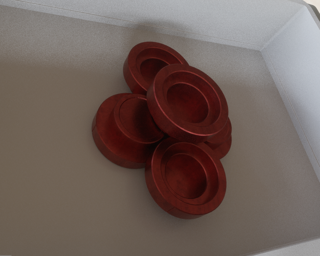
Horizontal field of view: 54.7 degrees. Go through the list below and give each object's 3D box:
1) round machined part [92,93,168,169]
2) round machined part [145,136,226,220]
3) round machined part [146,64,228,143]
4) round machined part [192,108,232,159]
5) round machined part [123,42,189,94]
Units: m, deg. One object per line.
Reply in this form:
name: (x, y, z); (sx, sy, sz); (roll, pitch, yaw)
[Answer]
round machined part: (-0.030, -0.003, 0.380); (0.099, 0.042, 0.098); (14, 56, -21)
round machined part: (0.027, 0.061, 0.371); (0.099, 0.042, 0.098); (14, 56, -21)
round machined part: (0.029, -0.025, 0.371); (0.099, 0.042, 0.098); (14, 56, -21)
round machined part: (0.059, 0.000, 0.425); (0.099, 0.042, 0.098); (14, 56, -21)
round machined part: (-0.005, -0.069, 0.433); (0.099, 0.042, 0.098); (14, 56, -21)
